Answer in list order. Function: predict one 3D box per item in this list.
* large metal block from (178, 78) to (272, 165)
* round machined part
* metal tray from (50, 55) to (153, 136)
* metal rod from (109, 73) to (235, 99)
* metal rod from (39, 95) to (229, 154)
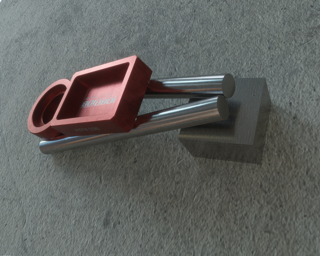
[{"bbox_3d":[0.076,-0.009,0.352,0.080,0.050,0.080,4,64,29],"label":"large metal block"},{"bbox_3d":[-0.156,-0.025,0.482,0.098,0.042,0.098,-21,50,27],"label":"round machined part"},{"bbox_3d":[-0.078,-0.038,0.398,0.130,0.030,0.090,-4,59,40],"label":"metal tray"},{"bbox_3d":[-0.039,-0.051,0.414,0.300,0.025,0.025,5,64,44],"label":"metal rod"},{"bbox_3d":[-0.057,0.004,0.390,0.300,0.025,0.025,-12,56,36],"label":"metal rod"}]
